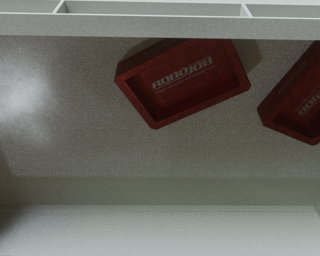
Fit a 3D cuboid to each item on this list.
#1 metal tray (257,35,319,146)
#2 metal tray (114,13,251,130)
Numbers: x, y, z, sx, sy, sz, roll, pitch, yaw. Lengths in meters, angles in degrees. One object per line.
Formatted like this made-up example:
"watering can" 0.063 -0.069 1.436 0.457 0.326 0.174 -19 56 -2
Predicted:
"metal tray" 0.193 -0.043 0.372 0.091 0.030 0.129 20 127 -17
"metal tray" 0.026 -0.059 0.356 0.130 0.030 0.090 -23 127 18
